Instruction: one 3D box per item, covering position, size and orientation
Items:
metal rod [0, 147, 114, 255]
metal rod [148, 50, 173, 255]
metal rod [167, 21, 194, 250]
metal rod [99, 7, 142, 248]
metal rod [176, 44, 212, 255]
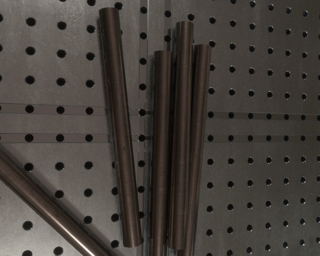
[{"bbox_3d":[-0.113,0.117,0.371,0.025,0.025,0.300,-44,104,-15],"label":"metal rod"},{"bbox_3d":[0.000,0.048,0.413,0.025,0.025,0.298,2,89,-20],"label":"metal rod"},{"bbox_3d":[0.028,0.006,0.415,0.025,0.025,0.298,4,86,-20],"label":"metal rod"},{"bbox_3d":[-0.050,0.001,0.394,0.025,0.025,0.298,-6,92,-20],"label":"metal rod"},{"bbox_3d":[0.047,0.034,0.431,0.025,0.025,0.298,6,88,-20],"label":"metal rod"}]
